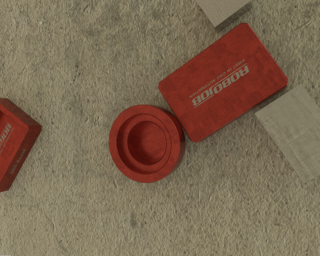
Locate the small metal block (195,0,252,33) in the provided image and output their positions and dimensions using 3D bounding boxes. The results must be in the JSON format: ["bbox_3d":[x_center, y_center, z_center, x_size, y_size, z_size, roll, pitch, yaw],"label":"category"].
[{"bbox_3d":[0.077,-0.155,0.381,0.050,0.025,0.050,-34,79,16],"label":"small metal block"}]

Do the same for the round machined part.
[{"bbox_3d":[-0.013,0.018,0.401,0.098,0.042,0.097,2,94,23],"label":"round machined part"}]

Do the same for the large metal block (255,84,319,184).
[{"bbox_3d":[0.147,0.005,0.328,0.050,0.080,0.080,-35,79,16],"label":"large metal block"}]

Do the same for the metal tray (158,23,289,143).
[{"bbox_3d":[0.074,-0.052,0.380,0.130,0.030,0.090,-34,79,16],"label":"metal tray"}]

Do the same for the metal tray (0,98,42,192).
[{"bbox_3d":[-0.257,0.028,0.494,0.090,0.030,0.129,35,101,16],"label":"metal tray"}]
